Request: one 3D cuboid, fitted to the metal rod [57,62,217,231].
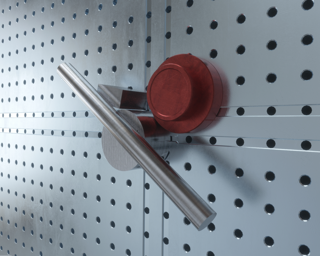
[{"bbox_3d":[-0.047,0.003,0.380,0.300,0.025,0.025,44,116,30],"label":"metal rod"}]

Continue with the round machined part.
[{"bbox_3d":[0.023,-0.042,0.378,0.098,0.042,0.097,0,90,39],"label":"round machined part"}]

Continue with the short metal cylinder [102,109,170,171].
[{"bbox_3d":[-0.033,0.016,0.418,0.080,0.050,0.079,0,90,39],"label":"short metal cylinder"}]

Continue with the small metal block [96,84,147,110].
[{"bbox_3d":[-0.053,-0.043,0.435,0.050,0.050,0.025,18,102,38],"label":"small metal block"}]
